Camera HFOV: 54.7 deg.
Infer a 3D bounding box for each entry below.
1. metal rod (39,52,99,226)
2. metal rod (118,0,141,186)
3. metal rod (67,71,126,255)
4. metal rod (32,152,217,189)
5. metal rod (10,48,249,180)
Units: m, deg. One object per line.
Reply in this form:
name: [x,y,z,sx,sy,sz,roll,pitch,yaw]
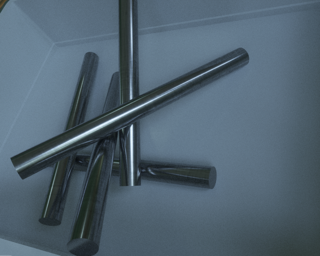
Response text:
metal rod: [-0.124,-0.008,0.451,0.025,0.025,0.300,-15,48,19]
metal rod: [-0.039,-0.080,0.386,0.025,0.025,0.299,-7,78,25]
metal rod: [-0.063,0.008,0.367,0.025,0.025,0.300,-23,32,15]
metal rod: [-0.073,0.050,0.413,0.300,0.025,0.025,2,63,29]
metal rod: [-0.016,-0.027,0.356,0.302,0.025,0.025,-28,48,-21]
